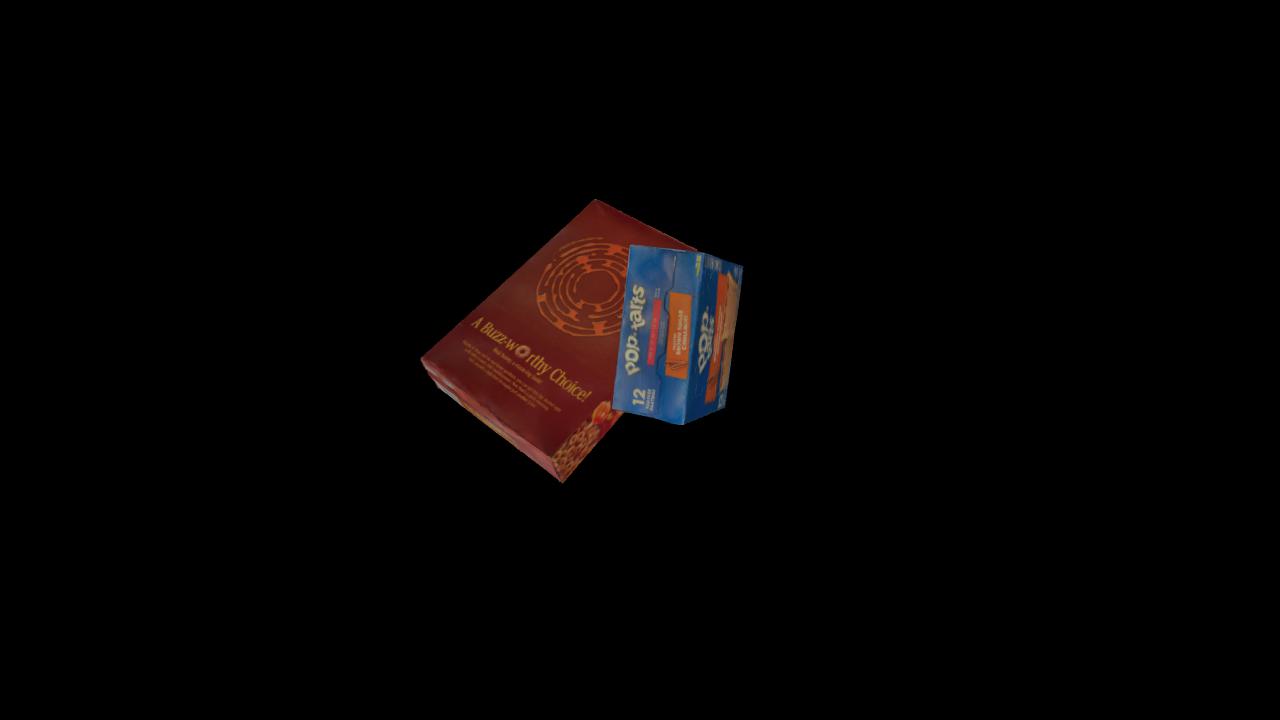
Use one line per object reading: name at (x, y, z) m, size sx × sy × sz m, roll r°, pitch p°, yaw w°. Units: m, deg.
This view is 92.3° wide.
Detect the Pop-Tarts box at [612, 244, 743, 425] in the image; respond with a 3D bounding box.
Pop-Tarts box at (0.044, -0.028, 0.654) m, size 0.083 × 0.167 × 0.141 m, roll 9°, pitch 6°, yaw 24°

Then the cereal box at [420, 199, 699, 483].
cereal box at (-0.067, -0.038, 0.714) m, size 0.203 × 0.306 × 0.081 m, roll 32°, pitch -25°, yaw 23°
